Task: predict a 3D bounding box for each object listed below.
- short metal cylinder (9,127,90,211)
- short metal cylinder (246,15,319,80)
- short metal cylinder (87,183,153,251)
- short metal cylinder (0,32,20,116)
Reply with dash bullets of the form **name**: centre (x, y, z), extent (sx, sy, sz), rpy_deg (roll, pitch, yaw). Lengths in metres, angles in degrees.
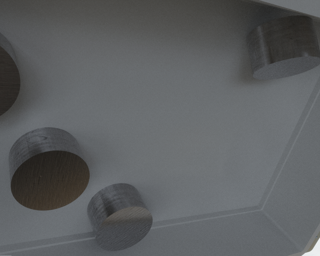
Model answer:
- **short metal cylinder**: centre (-0.126, 0.046, 0.352), extent (0.081, 0.050, 0.079), rpy_deg (-14, 124, -21)
- **short metal cylinder**: centre (0.153, -0.097, 0.388), extent (0.081, 0.080, 0.050), rpy_deg (-2, 80, -27)
- **short metal cylinder**: centre (-0.057, 0.126, 0.439), extent (0.081, 0.050, 0.079), rpy_deg (-14, 124, -21)
- **short metal cylinder**: centre (-0.168, -0.050, 0.270), extent (0.081, 0.050, 0.079), rpy_deg (-14, 124, -21)
